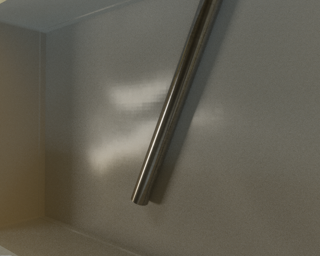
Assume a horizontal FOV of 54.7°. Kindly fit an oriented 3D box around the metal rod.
[{"bbox_3d":[0.020,-0.036,0.388,0.025,0.025,0.298,31,109,35],"label":"metal rod"}]
